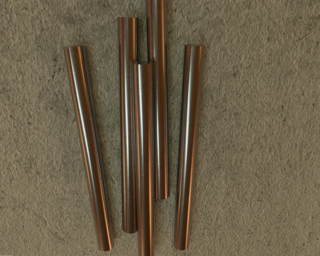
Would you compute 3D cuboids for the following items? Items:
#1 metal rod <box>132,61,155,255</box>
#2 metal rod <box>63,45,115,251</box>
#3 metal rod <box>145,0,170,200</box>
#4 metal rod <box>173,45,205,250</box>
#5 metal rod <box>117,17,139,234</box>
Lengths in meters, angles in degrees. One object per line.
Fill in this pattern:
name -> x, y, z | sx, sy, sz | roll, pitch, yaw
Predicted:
metal rod -> -0.020, 0.062, 0.415 | 0.025, 0.025, 0.298 | 0, 112, -1
metal rod -> -0.093, 0.041, 0.423 | 0.025, 0.025, 0.298 | -4, 110, 1
metal rod -> -0.002, -0.044, 0.393 | 0.025, 0.025, 0.298 | -1, 110, 0
metal rod -> 0.037, 0.040, 0.424 | 0.025, 0.025, 0.298 | 1, 110, -1
metal rod -> -0.040, 0.010, 0.413 | 0.025, 0.025, 0.298 | 1, 110, -1
